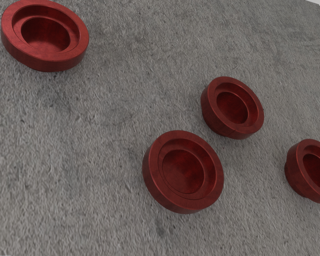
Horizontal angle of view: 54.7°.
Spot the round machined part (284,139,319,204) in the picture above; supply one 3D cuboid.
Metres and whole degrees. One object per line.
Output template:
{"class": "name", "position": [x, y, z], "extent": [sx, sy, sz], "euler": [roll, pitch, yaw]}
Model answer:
{"class": "round machined part", "position": [0.233, 0.069, 0.476], "extent": [0.099, 0.042, 0.098], "euler": [14, 56, -21]}

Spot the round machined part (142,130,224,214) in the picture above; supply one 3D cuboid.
{"class": "round machined part", "position": [0.024, 0.055, 0.372], "extent": [0.099, 0.042, 0.098], "euler": [14, 56, -21]}

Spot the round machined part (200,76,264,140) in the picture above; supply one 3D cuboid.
{"class": "round machined part", "position": [0.103, -0.025, 0.463], "extent": [0.099, 0.042, 0.098], "euler": [14, 56, -21]}

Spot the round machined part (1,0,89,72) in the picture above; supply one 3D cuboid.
{"class": "round machined part", "position": [-0.142, -0.108, 0.383], "extent": [0.099, 0.042, 0.098], "euler": [14, 56, -21]}
